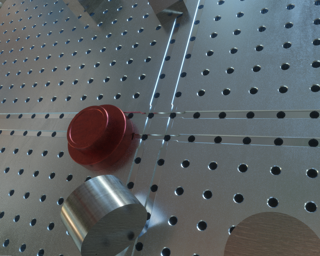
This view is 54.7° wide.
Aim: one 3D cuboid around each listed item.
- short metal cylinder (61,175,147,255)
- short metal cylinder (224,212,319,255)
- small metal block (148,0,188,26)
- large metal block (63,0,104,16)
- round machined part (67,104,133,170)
[{"bbox_3d":[-0.061,0.099,0.344,0.080,0.080,0.050,-47,51,-4],"label":"short metal cylinder"},{"bbox_3d":[0.101,0.119,0.267,0.080,0.050,0.080,-13,56,21],"label":"short metal cylinder"},{"bbox_3d":[0.013,-0.211,0.532,0.050,0.025,0.050,-29,52,10],"label":"small metal block"},{"bbox_3d":[-0.160,-0.292,0.656,0.080,0.050,0.080,30,78,37],"label":"large metal block"},{"bbox_3d":[-0.092,0.007,0.442,0.098,0.042,0.098,-13,56,21],"label":"round machined part"}]
